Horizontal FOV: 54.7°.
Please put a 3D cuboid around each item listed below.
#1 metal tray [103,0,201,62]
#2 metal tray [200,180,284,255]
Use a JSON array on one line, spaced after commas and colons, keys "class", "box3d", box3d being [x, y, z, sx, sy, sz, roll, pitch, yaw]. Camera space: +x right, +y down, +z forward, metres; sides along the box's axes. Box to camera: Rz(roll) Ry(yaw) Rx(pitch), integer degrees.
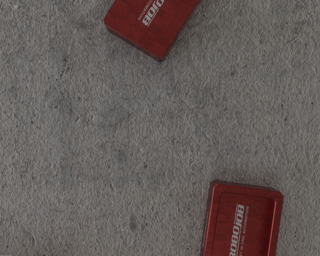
[{"class": "metal tray", "box3d": [-0.002, -0.165, 0.407, 0.090, 0.030, 0.130, 32, 90, 0]}, {"class": "metal tray", "box3d": [0.105, 0.140, 0.408, 0.091, 0.030, 0.129, 8, 90, 0]}]
